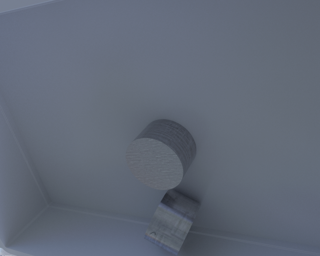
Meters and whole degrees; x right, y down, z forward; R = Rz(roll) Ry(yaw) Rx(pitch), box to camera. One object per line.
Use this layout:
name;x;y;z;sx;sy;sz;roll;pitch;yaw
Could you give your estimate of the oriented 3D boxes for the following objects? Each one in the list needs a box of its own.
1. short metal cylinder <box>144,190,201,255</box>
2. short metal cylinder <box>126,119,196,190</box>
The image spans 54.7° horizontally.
short metal cylinder;0.019;0.134;0.445;0.050;0.080;0.079;26;127;12
short metal cylinder;0.002;0.035;0.412;0.080;0.050;0.079;13;124;20
